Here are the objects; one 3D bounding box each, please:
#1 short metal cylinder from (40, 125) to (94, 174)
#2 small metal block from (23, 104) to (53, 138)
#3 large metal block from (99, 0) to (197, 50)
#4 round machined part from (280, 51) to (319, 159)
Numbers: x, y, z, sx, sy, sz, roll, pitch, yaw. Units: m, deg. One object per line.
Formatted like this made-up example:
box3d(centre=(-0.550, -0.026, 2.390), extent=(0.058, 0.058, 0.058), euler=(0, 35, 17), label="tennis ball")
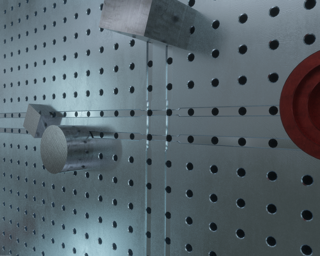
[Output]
box3d(centre=(-0.158, 0.035, 0.524), extent=(0.080, 0.050, 0.079), euler=(0, 90, 40), label="short metal cylinder")
box3d(centre=(-0.241, -0.014, 0.608), extent=(0.050, 0.025, 0.050), euler=(35, 111, 34), label="small metal block")
box3d(centre=(-0.015, -0.136, 0.386), extent=(0.080, 0.081, 0.050), euler=(24, 105, 37), label="large metal block")
box3d(centre=(0.160, -0.019, 0.266), extent=(0.098, 0.042, 0.097), euler=(0, 90, 40), label="round machined part")
